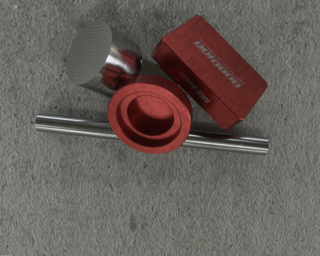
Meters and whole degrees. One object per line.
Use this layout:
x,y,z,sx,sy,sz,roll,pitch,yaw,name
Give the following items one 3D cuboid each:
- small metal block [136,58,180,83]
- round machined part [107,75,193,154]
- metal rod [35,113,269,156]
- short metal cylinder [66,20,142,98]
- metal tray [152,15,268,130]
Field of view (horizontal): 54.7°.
-0.002,-0.062,0.397,0.050,0.050,0.025,24,90,0,small metal block
-0.009,-0.020,0.372,0.098,0.042,0.097,7,126,10,round machined part
-0.010,0.008,0.411,0.302,0.025,0.025,6,90,-1,metal rod
-0.069,-0.082,0.378,0.080,0.050,0.080,-13,68,35,short metal cylinder
0.064,-0.071,0.384,0.130,0.030,0.090,45,51,0,metal tray
